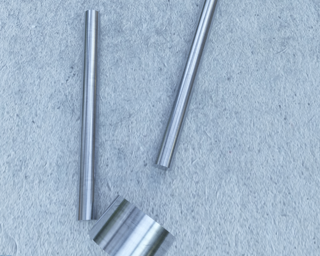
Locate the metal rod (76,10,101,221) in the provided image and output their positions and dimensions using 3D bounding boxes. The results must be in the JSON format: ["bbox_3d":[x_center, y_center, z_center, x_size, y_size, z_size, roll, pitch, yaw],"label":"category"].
[{"bbox_3d":[-0.094,-0.031,0.418,0.025,0.025,0.299,-3,70,-1],"label":"metal rod"}]

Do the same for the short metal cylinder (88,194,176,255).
[{"bbox_3d":[-0.030,0.117,0.336,0.080,0.080,0.050,34,74,11],"label":"short metal cylinder"}]

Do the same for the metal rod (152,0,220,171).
[{"bbox_3d":[0.045,-0.085,0.439,0.025,0.025,0.299,15,71,5],"label":"metal rod"}]
